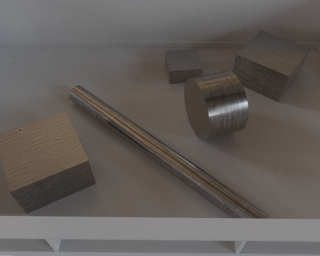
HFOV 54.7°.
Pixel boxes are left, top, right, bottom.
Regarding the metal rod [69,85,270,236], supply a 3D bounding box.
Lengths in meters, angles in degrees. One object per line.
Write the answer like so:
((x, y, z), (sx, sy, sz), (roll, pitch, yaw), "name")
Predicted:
((-0.007, 0.026, 0.383), (0.300, 0.025, 0.025), (34, 58, 24), "metal rod")

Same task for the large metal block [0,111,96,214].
((-0.130, 0.037, 0.356), (0.081, 0.050, 0.080), (-22, 54, -18), "large metal block")

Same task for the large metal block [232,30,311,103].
((0.167, -0.096, 0.472), (0.080, 0.050, 0.080), (31, 56, 23), "large metal block")

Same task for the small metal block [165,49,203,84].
((0.036, -0.098, 0.488), (0.050, 0.025, 0.050), (-5, 50, -5), "small metal block")

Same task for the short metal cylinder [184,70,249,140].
((0.069, -0.029, 0.395), (0.050, 0.080, 0.080), (-14, 52, -12), "short metal cylinder")
